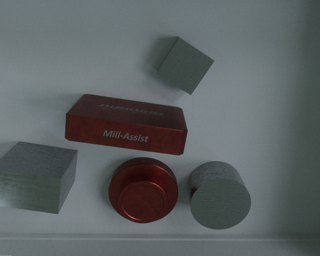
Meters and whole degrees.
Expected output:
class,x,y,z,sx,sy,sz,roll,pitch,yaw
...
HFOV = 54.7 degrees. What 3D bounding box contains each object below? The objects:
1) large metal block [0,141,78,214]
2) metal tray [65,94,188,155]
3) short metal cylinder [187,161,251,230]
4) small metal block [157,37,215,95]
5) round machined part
class,x,y,z,sx,sy,sz,roll,pitch,yaw
large metal block,-0.159,0.062,0.402,0.081,0.080,0.050,9,110,-4
metal tray,-0.037,-0.007,0.373,0.131,0.090,0.030,8,110,-4
short metal cylinder,0.080,0.093,0.434,0.081,0.050,0.079,0,110,-1
small metal block,0.030,-0.077,0.383,0.050,0.025,0.050,31,107,-11
round machined part,-0.023,0.094,0.437,0.099,0.042,0.097,0,110,-1
